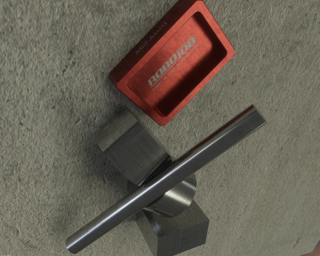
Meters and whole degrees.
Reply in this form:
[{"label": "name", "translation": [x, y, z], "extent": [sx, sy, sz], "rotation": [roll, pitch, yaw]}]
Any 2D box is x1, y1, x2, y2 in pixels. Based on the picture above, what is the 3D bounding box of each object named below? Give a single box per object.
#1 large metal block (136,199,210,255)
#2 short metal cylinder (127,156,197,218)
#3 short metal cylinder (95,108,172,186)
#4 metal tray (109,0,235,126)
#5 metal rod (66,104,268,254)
[{"label": "large metal block", "translation": [0.016, 0.140, 0.467], "extent": [0.081, 0.080, 0.050], "rotation": [-11, 123, -23]}, {"label": "short metal cylinder", "translation": [0.002, 0.075, 0.419], "extent": [0.080, 0.080, 0.050], "rotation": [-50, 129, 7]}, {"label": "short metal cylinder", "translation": [-0.031, 0.022, 0.368], "extent": [0.050, 0.080, 0.080], "rotation": [-42, 130, 0]}, {"label": "metal tray", "translation": [0.017, -0.075, 0.365], "extent": [0.130, 0.030, 0.090], "rotation": [-46, 129, 4]}, {"label": "metal rod", "translation": [-0.007, 0.072, 0.370], "extent": [0.299, 0.025, 0.025], "rotation": [-38, 132, 20]}]
